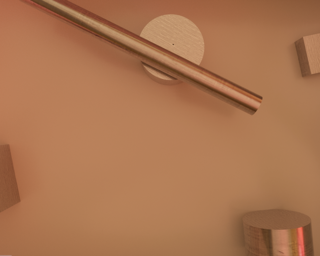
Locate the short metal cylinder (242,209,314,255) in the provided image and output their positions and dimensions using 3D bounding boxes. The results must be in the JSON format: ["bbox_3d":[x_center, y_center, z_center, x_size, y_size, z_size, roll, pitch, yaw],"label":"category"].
[{"bbox_3d":[0.146,0.138,0.386,0.081,0.080,0.050,-5,90,-1],"label":"short metal cylinder"}]

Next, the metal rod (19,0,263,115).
[{"bbox_3d":[-0.022,-0.092,0.361,0.301,0.025,0.025,26,90,-1],"label":"metal rod"}]

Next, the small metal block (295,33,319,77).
[{"bbox_3d":[0.215,-0.099,0.414,0.050,0.025,0.050,-12,90,-1],"label":"small metal block"}]

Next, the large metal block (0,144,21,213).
[{"bbox_3d":[-0.222,0.066,0.381,0.050,0.080,0.080,-11,90,0],"label":"large metal block"}]

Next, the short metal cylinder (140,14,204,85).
[{"bbox_3d":[0.013,-0.098,0.399,0.081,0.050,0.079,0,90,-1],"label":"short metal cylinder"}]
